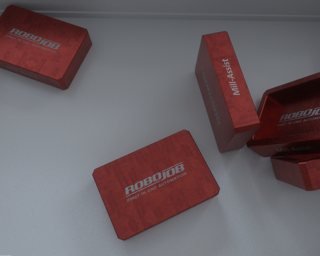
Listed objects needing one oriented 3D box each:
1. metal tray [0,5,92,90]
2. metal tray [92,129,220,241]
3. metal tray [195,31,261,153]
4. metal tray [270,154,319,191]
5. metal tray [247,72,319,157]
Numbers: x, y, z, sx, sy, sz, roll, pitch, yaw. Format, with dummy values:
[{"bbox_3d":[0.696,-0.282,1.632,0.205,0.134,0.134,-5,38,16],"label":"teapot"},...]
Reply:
[{"bbox_3d":[-0.177,-0.118,0.448,0.131,0.030,0.090,20,71,6],"label":"metal tray"},{"bbox_3d":[-0.005,0.069,0.382,0.131,0.030,0.090,-24,72,-9],"label":"metal tray"},{"bbox_3d":[0.080,-0.043,0.391,0.030,0.090,0.129,-12,71,-5],"label":"metal tray"},{"bbox_3d":[0.208,0.034,0.357,0.131,0.090,0.030,-15,89,-1],"label":"metal tray"},{"bbox_3d":[0.167,-0.015,0.361,0.030,0.130,0.090,31,70,-18],"label":"metal tray"}]
